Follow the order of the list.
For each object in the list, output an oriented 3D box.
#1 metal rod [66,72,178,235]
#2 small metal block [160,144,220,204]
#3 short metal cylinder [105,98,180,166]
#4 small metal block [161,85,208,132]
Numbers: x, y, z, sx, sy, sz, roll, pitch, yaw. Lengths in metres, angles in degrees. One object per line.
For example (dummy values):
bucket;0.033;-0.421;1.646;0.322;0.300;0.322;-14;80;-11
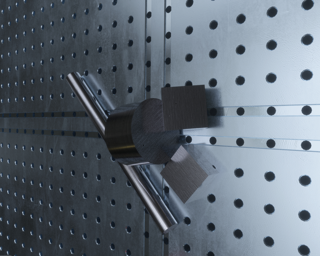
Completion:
metal rod;-0.068;0.022;0.462;0.025;0.025;0.300;-51;60;27
small metal block;0.035;0.055;0.379;0.050;0.025;0.050;49;119;28
short metal cylinder;-0.021;0.006;0.386;0.050;0.081;0.080;-9;84;44
small metal block;0.028;-0.023;0.367;0.050;0.025;0.050;-4;86;-2
